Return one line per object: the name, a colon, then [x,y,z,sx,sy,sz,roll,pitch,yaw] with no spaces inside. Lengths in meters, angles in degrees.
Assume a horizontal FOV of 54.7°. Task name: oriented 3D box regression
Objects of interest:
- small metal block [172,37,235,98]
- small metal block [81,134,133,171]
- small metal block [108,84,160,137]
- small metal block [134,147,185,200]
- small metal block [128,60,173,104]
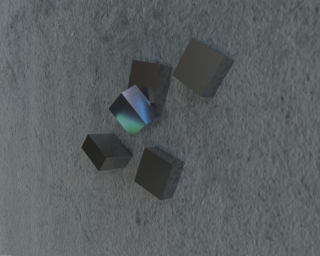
small metal block: [0.050,-0.070,0.363,0.050,0.025,0.050,42,115,31]
small metal block: [-0.077,0.034,0.449,0.050,0.050,0.025,45,117,30]
small metal block: [-0.036,-0.022,0.411,0.050,0.025,0.050,52,145,-1]
small metal block: [-0.001,0.058,0.404,0.050,0.025,0.050,28,107,36]
small metal block: [-0.015,-0.062,0.415,0.050,0.025,0.050,19,102,38]
